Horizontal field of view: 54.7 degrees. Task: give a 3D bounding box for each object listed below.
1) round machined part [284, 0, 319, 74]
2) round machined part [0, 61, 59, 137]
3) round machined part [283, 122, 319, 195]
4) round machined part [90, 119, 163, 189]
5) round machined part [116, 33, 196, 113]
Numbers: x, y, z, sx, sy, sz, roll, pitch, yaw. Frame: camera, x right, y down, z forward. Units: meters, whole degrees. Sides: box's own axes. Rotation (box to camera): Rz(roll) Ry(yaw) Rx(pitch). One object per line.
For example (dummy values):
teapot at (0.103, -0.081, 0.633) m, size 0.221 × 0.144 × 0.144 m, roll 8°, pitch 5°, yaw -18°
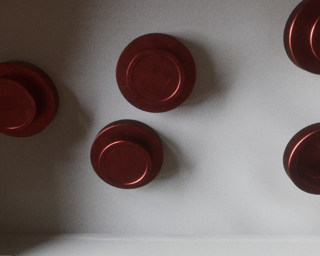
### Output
round machined part at (0.202, -0.110, 0.363) m, size 0.099 × 0.042 × 0.097 m, roll 0°, pitch 110°, yaw 0°
round machined part at (-0.183, -0.033, 0.388) m, size 0.099 × 0.042 × 0.097 m, roll 0°, pitch 110°, yaw 0°
round machined part at (0.215, 0.037, 0.418) m, size 0.099 × 0.042 × 0.097 m, roll 0°, pitch 110°, yaw 0°
round machined part at (-0.045, 0.041, 0.417) m, size 0.099 × 0.042 × 0.097 m, roll 0°, pitch 110°, yaw 0°
round machined part at (-0.005, -0.064, 0.378) m, size 0.099 × 0.042 × 0.097 m, roll 0°, pitch 110°, yaw 0°
